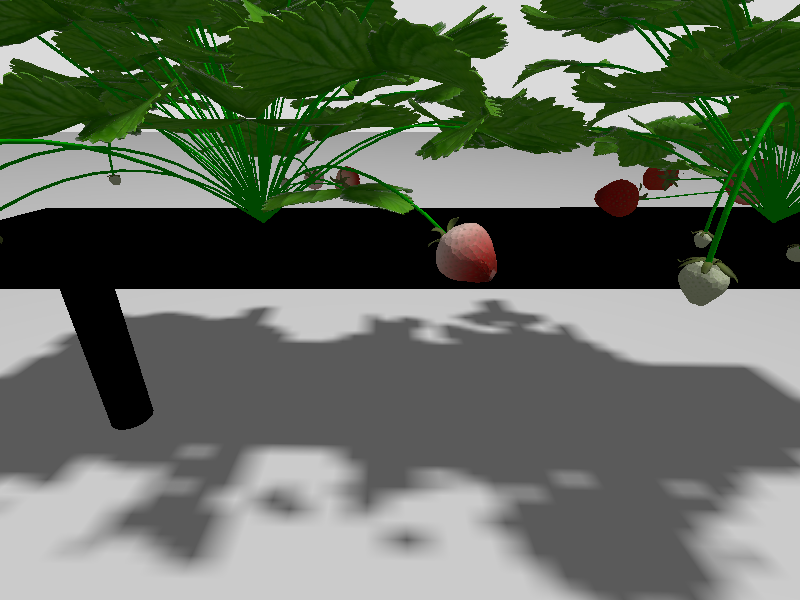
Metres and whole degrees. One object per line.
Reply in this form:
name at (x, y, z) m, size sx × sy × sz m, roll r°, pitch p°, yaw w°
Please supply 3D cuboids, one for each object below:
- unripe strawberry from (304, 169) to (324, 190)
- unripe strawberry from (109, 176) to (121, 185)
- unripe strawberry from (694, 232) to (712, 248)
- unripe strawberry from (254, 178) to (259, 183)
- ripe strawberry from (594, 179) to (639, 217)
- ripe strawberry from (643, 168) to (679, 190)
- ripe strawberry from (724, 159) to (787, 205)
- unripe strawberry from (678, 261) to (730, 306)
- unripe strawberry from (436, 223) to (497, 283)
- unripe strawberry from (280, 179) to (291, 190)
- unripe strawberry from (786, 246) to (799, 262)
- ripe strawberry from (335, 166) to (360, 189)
unripe strawberry at (-0.110, -0.156, 0.517) m, size 0.025 × 0.026 × 0.027 m, roll 1°, pitch 7°, yaw 3°
unripe strawberry at (-0.303, -0.128, 0.427) m, size 0.010 × 0.010 × 0.011 m, roll 12°, pitch 27°, yaw 24°
unripe strawberry at (0.180, -0.036, 0.239) m, size 0.010 × 0.010 × 0.009 m, roll -18°, pitch 30°, yaw -34°
unripe strawberry at (-0.181, -0.147, 0.497) m, size 0.011 × 0.010 × 0.010 m, roll -9°, pitch 26°, yaw -19°
ripe strawberry at (0.196, -0.093, 0.366) m, size 0.034 × 0.033 × 0.037 m, roll 3°, pitch 25°, yaw 8°
ripe strawberry at (0.322, -0.154, 0.498) m, size 0.038 × 0.033 × 0.038 m, roll -1°, pitch 24°, yaw -2°
ripe strawberry at (0.366, -0.123, 0.416) m, size 0.051 × 0.045 × 0.046 m, roll 10°, pitch 26°, yaw 22°
unripe strawberry at (0.144, -0.007, 0.191) m, size 0.021 × 0.022 × 0.020 m, roll -21°, pitch 32°, yaw -38°
unripe strawberry at (0.038, -0.024, 0.219) m, size 0.034 × 0.033 × 0.032 m, roll 43°, pitch 43°, yaw 22°
unripe strawberry at (-0.139, -0.141, 0.486) m, size 0.013 × 0.013 × 0.011 m, roll -3°, pitch 25°, yaw -7°
unripe strawberry at (0.250, -0.029, 0.252) m, size 0.011 × 0.010 × 0.010 m, roll 17°, pitch 29°, yaw 32°
ripe strawberry at (-0.060, -0.139, 0.469) m, size 0.029 × 0.033 × 0.032 m, roll 10°, pitch 26°, yaw 22°
